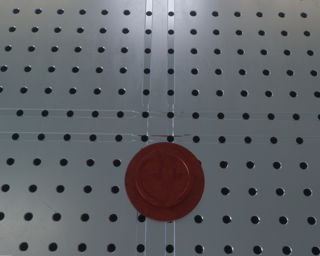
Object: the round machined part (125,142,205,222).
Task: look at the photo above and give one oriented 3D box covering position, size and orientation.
[{"bbox_3d":[0.006,0.063,0.380,0.099,0.042,0.098,0,70,0],"label":"round machined part"}]
